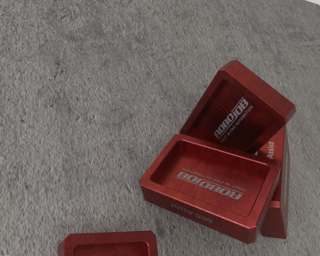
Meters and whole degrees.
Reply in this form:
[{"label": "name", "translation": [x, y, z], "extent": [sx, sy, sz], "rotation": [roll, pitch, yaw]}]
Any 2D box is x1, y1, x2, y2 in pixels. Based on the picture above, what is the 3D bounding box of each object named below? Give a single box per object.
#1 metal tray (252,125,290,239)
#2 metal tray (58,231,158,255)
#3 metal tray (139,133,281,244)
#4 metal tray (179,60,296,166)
[{"label": "metal tray", "translation": [0.150, 0.065, 0.407], "extent": [0.090, 0.030, 0.130], "rotation": [63, 37, -41]}, {"label": "metal tray", "translation": [-0.044, 0.163, 0.276], "extent": [0.091, 0.030, 0.130], "rotation": [7, 59, -25]}, {"label": "metal tray", "translation": [0.055, 0.059, 0.344], "extent": [0.130, 0.030, 0.090], "rotation": [16, 47, 28]}, {"label": "metal tray", "translation": [0.087, -0.006, 0.379], "extent": [0.090, 0.129, 0.030], "rotation": [42, 50, 11]}]
